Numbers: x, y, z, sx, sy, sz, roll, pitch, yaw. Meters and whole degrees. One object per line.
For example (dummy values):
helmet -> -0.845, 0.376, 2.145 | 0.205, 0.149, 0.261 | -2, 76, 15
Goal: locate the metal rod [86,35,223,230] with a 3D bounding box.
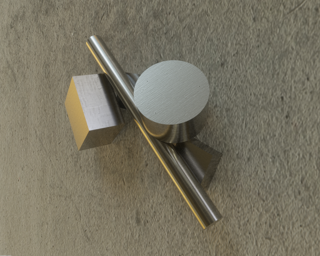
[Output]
metal rod -> -0.020, -0.012, 0.388 | 0.025, 0.025, 0.299 | -48, 62, 29

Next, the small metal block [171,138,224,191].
small metal block -> 0.041, 0.042, 0.372 | 0.050, 0.025, 0.050 | 31, 109, 35

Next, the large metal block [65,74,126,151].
large metal block -> -0.097, -0.022, 0.446 | 0.080, 0.050, 0.080 | -45, 61, 57

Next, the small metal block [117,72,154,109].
small metal block -> -0.033, -0.050, 0.432 | 0.050, 0.025, 0.050 | 16, 100, 38

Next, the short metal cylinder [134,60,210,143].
short metal cylinder -> 0.015, -0.029, 0.350 | 0.080, 0.050, 0.080 | -2, 65, 6
